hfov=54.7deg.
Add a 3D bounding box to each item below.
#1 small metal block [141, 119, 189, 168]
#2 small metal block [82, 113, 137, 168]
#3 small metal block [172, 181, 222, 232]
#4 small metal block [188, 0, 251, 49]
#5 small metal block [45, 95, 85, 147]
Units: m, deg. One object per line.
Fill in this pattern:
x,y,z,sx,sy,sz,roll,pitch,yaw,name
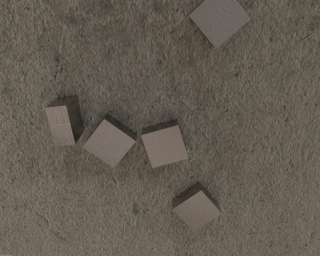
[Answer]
0.007,0.021,0.417,0.050,0.025,0.050,-16,110,5,small metal block
-0.066,0.017,0.415,0.050,0.025,0.050,36,106,-13,small metal block
0.053,0.115,0.452,0.050,0.025,0.050,-37,106,12,small metal block
0.068,-0.130,0.362,0.050,0.025,0.050,-40,106,13,small metal block
-0.118,-0.010,0.391,0.025,0.050,0.050,-6,110,2,small metal block
